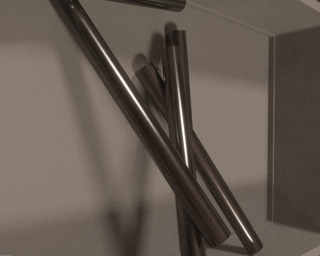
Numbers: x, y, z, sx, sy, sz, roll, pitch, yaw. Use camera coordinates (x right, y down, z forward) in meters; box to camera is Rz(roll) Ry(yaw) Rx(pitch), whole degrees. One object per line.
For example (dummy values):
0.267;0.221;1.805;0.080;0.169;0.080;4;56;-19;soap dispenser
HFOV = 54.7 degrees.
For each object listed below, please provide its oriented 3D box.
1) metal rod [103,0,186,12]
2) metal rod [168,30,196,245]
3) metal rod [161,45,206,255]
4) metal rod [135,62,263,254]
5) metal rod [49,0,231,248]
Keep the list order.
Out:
-0.077;-0.145;0.311;0.302;0.025;0.025;-14;99;-46;metal rod
0.035;0.016;0.438;0.025;0.025;0.298;-8;95;-40;metal rod
0.026;0.038;0.344;0.025;0.025;0.299;15;60;-39;metal rod
0.058;0.047;0.418;0.025;0.025;0.299;-39;102;-33;metal rod
-0.024;-0.017;0.310;0.025;0.025;0.299;-30;85;-36;metal rod
